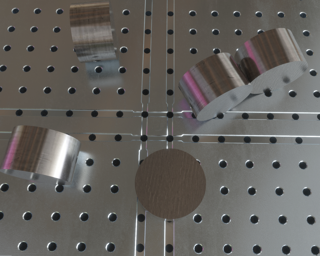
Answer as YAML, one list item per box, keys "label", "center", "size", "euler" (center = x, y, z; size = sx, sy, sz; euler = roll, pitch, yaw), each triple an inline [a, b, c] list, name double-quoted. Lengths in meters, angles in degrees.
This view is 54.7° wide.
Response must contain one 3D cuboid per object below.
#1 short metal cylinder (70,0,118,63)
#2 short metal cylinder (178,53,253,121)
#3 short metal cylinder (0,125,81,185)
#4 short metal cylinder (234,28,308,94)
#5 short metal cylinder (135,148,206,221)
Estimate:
- label: "short metal cylinder"
  center: [-0.089, -0.133, 0.430]
  size: [0.050, 0.080, 0.080]
  euler: [-6, 70, -2]
- label: "short metal cylinder"
  center: [0.071, -0.052, 0.402]
  size: [0.080, 0.080, 0.050]
  euler: [-25, 72, -9]
- label: "short metal cylinder"
  center: [-0.140, 0.035, 0.369]
  size: [0.080, 0.080, 0.050]
  euler: [8, 70, 3]
- label: "short metal cylinder"
  center: [0.147, -0.087, 0.415]
  size: [0.081, 0.080, 0.050]
  euler: [-14, 71, -5]
- label: "short metal cylinder"
  center: [0.012, 0.070, 0.373]
  size: [0.081, 0.050, 0.080]
  euler: [0, 70, 0]
